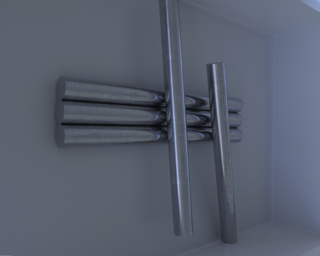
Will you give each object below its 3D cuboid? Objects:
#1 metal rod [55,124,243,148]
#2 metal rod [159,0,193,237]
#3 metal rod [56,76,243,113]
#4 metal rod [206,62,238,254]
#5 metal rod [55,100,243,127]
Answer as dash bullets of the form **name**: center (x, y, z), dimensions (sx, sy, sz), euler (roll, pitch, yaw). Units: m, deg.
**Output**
- **metal rod**: center (0.012, 0.010, 0.417), dimensions (0.302, 0.025, 0.025), euler (1, 90, -40)
- **metal rod**: center (0.021, -0.013, 0.391), dimensions (0.025, 0.025, 0.298), euler (-7, 94, -40)
- **metal rod**: center (0.013, -0.039, 0.418), dimensions (0.302, 0.025, 0.025), euler (1, 90, -40)
- **metal rod**: center (0.095, 0.054, 0.461), dimensions (0.025, 0.025, 0.298), euler (-20, 110, -38)
- **metal rod**: center (0.012, -0.015, 0.417), dimensions (0.302, 0.025, 0.025), euler (1, 90, -40)
